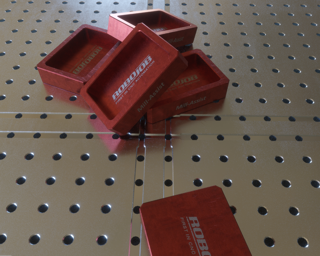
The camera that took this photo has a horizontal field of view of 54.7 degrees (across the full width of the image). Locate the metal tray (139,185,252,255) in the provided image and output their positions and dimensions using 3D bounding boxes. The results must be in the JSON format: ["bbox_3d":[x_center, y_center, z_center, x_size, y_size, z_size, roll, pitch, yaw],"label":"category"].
[{"bbox_3d":[0.038,0.127,0.298,0.091,0.030,0.130,-12,51,-10],"label":"metal tray"}]

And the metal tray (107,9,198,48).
[{"bbox_3d":[-0.010,-0.164,0.515,0.090,0.030,0.131,35,40,24],"label":"metal tray"}]

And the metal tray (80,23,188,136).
[{"bbox_3d":[-0.038,-0.066,0.413,0.130,0.030,0.090,-47,57,6],"label":"metal tray"}]

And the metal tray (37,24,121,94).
[{"bbox_3d":[-0.118,-0.113,0.497,0.090,0.030,0.130,19,52,15],"label":"metal tray"}]

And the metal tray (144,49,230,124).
[{"bbox_3d":[0.024,-0.066,0.459,0.131,0.030,0.090,-20,53,-17],"label":"metal tray"}]
